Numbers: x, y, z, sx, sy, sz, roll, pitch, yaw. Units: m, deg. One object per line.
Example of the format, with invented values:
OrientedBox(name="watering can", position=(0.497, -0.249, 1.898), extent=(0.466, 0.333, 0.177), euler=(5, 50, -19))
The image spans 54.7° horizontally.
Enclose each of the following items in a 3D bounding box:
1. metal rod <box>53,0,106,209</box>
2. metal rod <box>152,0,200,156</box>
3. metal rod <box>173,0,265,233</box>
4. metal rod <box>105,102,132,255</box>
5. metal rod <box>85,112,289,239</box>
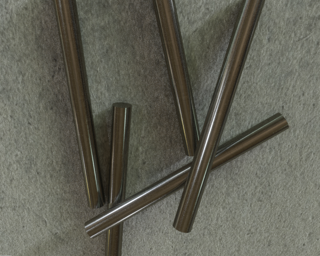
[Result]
OrientedBox(name="metal rod", position=(-0.101, -0.030, 0.397), extent=(0.025, 0.025, 0.298), euler=(-4, 110, 1))
OrientedBox(name="metal rod", position=(0.014, -0.103, 0.371), extent=(0.025, 0.025, 0.298), euler=(-12, 110, 4))
OrientedBox(name="metal rod", position=(0.069, -0.012, 0.379), extent=(0.025, 0.025, 0.298), euler=(15, 99, -6))
OrientedBox(name="metal rod", position=(-0.063, 0.109, 0.449), extent=(0.025, 0.025, 0.298), euler=(5, 110, -2))
OrientedBox(name="metal rod", position=(0.033, 0.066, 0.418), extent=(0.301, 0.025, 0.025), euler=(-30, 108, 4))
